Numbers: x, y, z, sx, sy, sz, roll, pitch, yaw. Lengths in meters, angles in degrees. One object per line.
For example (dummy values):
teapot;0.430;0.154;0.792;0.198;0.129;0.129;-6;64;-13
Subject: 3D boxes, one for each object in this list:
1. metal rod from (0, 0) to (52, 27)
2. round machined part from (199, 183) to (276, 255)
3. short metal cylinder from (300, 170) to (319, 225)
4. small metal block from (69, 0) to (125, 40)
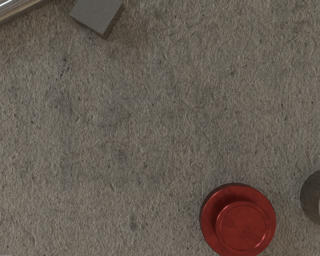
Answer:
metal rod;-0.147;-0.182;0.408;0.301;0.025;0.025;-27;90;0
round machined part;0.103;0.123;0.402;0.099;0.042;0.097;0;90;0
short metal cylinder;0.232;0.095;0.399;0.081;0.050;0.079;0;90;0
small metal block;-0.082;-0.154;0.409;0.050;0.025;0.050;31;90;0
